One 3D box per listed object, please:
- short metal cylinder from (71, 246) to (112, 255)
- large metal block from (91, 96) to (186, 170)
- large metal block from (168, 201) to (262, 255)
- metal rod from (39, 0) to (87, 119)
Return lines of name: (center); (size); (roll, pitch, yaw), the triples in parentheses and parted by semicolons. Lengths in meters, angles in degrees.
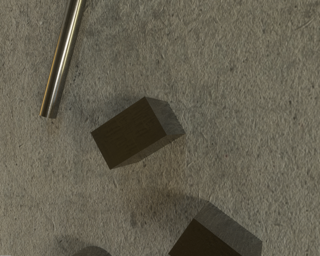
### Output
short metal cylinder: (-0.103, 0.213, 0.431); (0.080, 0.050, 0.079); (0, 90, 19)
large metal block: (-0.024, 0.006, 0.387); (0.080, 0.080, 0.050); (-32, 80, 17)
large metal block: (0.067, 0.137, 0.356); (0.080, 0.080, 0.050); (35, 101, 16)
metal rod: (-0.127, -0.160, 0.452); (0.025, 0.025, 0.298); (18, 96, 18)
